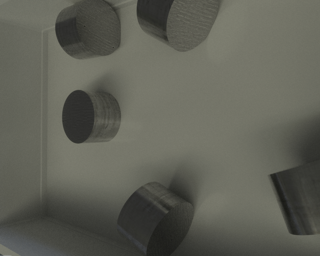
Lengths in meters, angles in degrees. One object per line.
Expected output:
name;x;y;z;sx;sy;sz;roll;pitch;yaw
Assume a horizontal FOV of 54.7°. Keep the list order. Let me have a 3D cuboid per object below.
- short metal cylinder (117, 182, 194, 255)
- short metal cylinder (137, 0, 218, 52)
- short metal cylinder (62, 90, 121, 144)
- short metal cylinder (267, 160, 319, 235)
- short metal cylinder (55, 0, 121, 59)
short metal cylinder;-0.004;0.113;0.375;0.050;0.081;0.079;28;107;37
short metal cylinder;0.021;-0.135;0.354;0.050;0.081;0.079;38;113;33
short metal cylinder;-0.106;-0.017;0.479;0.080;0.050;0.080;0;90;40
short metal cylinder;0.138;0.051;0.257;0.080;0.081;0.050;-27;73;37
short metal cylinder;-0.105;-0.144;0.458;0.050;0.081;0.079;2;91;40
